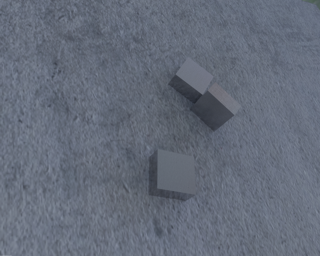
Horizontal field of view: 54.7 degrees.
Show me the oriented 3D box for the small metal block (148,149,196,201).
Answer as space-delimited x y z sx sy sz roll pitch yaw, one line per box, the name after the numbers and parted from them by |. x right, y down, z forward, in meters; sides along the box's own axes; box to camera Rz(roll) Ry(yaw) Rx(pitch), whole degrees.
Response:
0.015 0.058 0.378 0.050 0.025 0.050 14 56 -21 | small metal block

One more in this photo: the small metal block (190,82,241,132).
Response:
0.080 -0.030 0.451 0.050 0.050 0.025 43 51 1 | small metal block

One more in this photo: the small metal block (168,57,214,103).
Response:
0.048 -0.074 0.477 0.050 0.025 0.050 37 51 -4 | small metal block
